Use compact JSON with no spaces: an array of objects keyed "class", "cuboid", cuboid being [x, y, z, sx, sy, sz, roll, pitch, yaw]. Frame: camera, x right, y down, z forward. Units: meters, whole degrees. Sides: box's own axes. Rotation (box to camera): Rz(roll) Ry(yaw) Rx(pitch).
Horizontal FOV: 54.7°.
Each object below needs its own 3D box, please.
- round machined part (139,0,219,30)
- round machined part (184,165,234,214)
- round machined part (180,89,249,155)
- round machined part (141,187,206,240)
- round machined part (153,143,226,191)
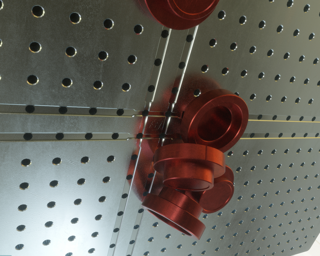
[{"class":"round machined part","cuboid":[0.028,-0.152,0.323,0.099,0.042,0.097,-14,124,-21]},{"class":"round machined part","cuboid":[0.082,0.102,0.511,0.099,0.042,0.097,-14,125,-21]},{"class":"round machined part","cuboid":[0.072,-0.010,0.435,0.099,0.042,0.097,-14,125,-21]},{"class":"round machined part","cuboid":[0.025,0.122,0.461,0.098,0.098,0.042,48,65,-40]},{"class":"round machined part","cuboid":[0.040,0.058,0.424,0.099,0.042,0.098,5,155,2]}]
